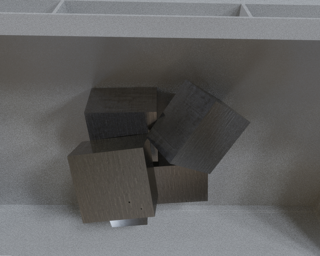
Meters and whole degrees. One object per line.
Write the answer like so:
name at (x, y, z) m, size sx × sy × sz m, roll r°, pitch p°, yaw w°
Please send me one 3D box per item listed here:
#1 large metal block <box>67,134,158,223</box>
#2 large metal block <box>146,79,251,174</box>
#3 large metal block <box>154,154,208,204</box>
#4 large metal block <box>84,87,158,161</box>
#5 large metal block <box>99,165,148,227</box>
large metal block at (-0.049, 0.056, 0.352) m, size 0.080 × 0.050 × 0.079 m, roll -7°, pitch 105°, yaw 6°
large metal block at (0.045, 0.002, 0.359) m, size 0.080 × 0.050 × 0.080 m, roll 22°, pitch 108°, yaw -47°
large metal block at (0.025, 0.062, 0.441) m, size 0.080 × 0.050 × 0.080 m, roll -4°, pitch 130°, yaw 3°
large metal block at (-0.043, -0.003, 0.388) m, size 0.081 × 0.050 × 0.079 m, roll -1°, pitch 130°, yaw 0°
large metal block at (-0.047, 0.082, 0.440) m, size 0.050 × 0.080 × 0.080 m, roll -5°, pitch 130°, yaw 4°
